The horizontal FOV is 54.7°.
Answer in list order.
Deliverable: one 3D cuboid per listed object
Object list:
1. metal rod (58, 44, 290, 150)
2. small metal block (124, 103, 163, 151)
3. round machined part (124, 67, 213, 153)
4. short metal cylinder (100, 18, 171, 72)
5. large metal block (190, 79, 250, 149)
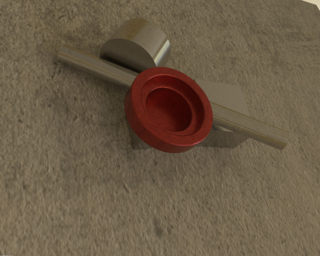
[{"bbox_3d":[0.016,-0.039,0.391,0.301,0.025,0.025,22,52,2],"label":"metal rod"},{"bbox_3d":[-0.019,-0.006,0.384,0.025,0.050,0.050,-2,63,-30],"label":"small metal block"},{"bbox_3d":[0.006,-0.016,0.346,0.099,0.042,0.098,13,57,-22],"label":"round machined part"},{"bbox_3d":[-0.032,-0.097,0.413,0.080,0.080,0.050,33,51,-8],"label":"short metal cylinder"},{"bbox_3d":[0.080,-0.018,0.446,0.081,0.050,0.080,4,60,-27],"label":"large metal block"}]
